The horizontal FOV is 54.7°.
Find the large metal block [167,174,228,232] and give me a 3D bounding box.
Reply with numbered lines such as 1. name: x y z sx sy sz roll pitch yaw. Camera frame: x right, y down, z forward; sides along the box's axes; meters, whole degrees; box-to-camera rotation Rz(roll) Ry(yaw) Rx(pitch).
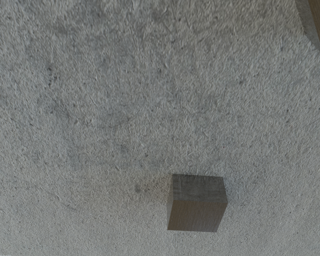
1. large metal block: 0.056 0.121 0.494 0.081 0.050 0.079 4 130 -4

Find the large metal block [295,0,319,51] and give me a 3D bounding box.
1. large metal block: 0.173 -0.127 0.284 0.080 0.050 0.080 -25 126 19
